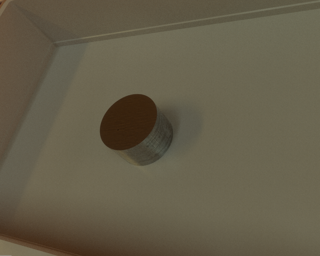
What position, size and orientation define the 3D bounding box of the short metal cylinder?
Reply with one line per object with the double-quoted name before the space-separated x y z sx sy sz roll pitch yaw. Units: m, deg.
"short metal cylinder" -0.030 0.003 0.402 0.080 0.050 0.080 -13 56 20
